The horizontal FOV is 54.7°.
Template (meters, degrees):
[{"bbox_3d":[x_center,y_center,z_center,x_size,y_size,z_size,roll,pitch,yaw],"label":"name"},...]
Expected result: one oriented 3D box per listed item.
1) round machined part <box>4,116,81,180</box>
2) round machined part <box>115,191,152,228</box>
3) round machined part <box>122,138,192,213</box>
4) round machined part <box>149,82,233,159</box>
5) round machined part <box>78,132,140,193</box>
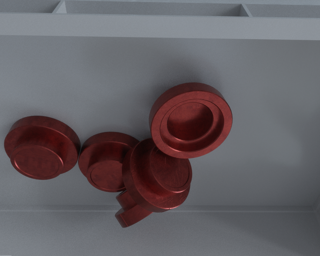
[{"bbox_3d":[-0.162,0.034,0.424,0.099,0.042,0.097,-1,130,0],"label":"round machined part"},{"bbox_3d":[-0.026,0.101,0.460,0.098,0.098,0.042,-35,87,25],"label":"round machined part"},{"bbox_3d":[0.003,0.057,0.405,0.098,0.098,0.042,30,139,-23],"label":"round machined part"},{"bbox_3d":[0.035,-0.013,0.381,0.099,0.042,0.097,-5,125,-7],"label":"round machined part"},{"bbox_3d":[-0.068,0.055,0.444,0.099,0.042,0.097,-1,130,0],"label":"round machined part"}]
